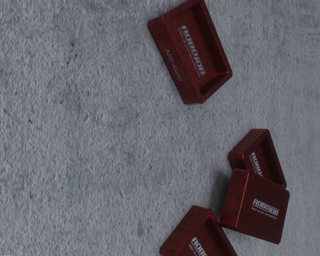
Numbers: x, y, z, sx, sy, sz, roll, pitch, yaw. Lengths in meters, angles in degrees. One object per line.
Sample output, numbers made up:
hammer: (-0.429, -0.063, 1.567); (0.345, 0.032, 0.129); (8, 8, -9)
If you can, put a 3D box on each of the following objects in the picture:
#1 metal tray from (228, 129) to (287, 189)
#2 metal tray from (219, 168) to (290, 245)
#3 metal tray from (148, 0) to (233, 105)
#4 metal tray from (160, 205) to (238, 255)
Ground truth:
metal tray: (0.175, 0.077, 0.547); (0.091, 0.030, 0.129); (-38, 113, -33)
metal tray: (0.154, 0.126, 0.491); (0.131, 0.030, 0.090); (28, 72, -36)
metal tray: (0.048, -0.109, 0.440); (0.090, 0.030, 0.130); (-42, 116, -32)
metal tray: (0.064, 0.191, 0.455); (0.090, 0.030, 0.130); (-44, 117, -31)
